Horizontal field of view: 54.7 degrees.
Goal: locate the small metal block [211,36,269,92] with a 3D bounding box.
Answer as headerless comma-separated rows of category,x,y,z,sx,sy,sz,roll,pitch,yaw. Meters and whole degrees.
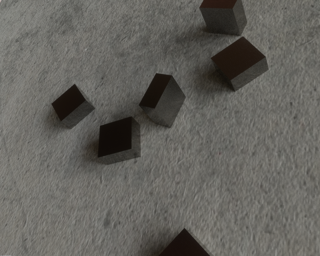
small metal block,0.102,-0.083,0.401,0.050,0.025,0.050,-34,52,5

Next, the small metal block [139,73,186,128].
small metal block,0.005,-0.036,0.406,0.025,0.050,0.050,15,69,34

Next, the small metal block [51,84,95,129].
small metal block,-0.139,-0.035,0.496,0.050,0.025,0.050,-41,51,0

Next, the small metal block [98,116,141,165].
small metal block,-0.055,0.017,0.420,0.050,0.025,0.050,-16,55,19

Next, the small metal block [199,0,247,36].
small metal block,0.090,-0.159,0.437,0.050,0.050,0.025,17,71,34

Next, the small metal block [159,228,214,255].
small metal block,0.027,0.137,0.305,0.050,0.025,0.050,-46,52,-4
